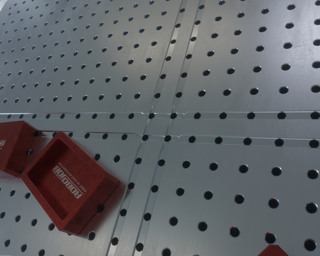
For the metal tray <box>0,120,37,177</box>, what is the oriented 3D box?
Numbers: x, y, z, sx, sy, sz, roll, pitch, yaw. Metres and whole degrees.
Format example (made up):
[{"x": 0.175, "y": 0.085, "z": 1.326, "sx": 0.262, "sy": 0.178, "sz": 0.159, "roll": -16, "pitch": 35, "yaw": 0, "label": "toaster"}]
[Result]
[{"x": -0.282, "y": 0.037, "z": 0.533, "sx": 0.130, "sy": 0.030, "sz": 0.090, "roll": -4, "pitch": 60, "yaw": 26, "label": "metal tray"}]

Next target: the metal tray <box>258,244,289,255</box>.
[{"x": 0.108, "y": 0.173, "z": 0.243, "sx": 0.090, "sy": 0.030, "sz": 0.130, "roll": -43, "pitch": 51, "yaw": -1, "label": "metal tray"}]

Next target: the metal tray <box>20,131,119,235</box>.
[{"x": -0.129, "y": 0.071, "z": 0.430, "sx": 0.130, "sy": 0.030, "sz": 0.090, "roll": 33, "pitch": 80, "yaw": 38, "label": "metal tray"}]
